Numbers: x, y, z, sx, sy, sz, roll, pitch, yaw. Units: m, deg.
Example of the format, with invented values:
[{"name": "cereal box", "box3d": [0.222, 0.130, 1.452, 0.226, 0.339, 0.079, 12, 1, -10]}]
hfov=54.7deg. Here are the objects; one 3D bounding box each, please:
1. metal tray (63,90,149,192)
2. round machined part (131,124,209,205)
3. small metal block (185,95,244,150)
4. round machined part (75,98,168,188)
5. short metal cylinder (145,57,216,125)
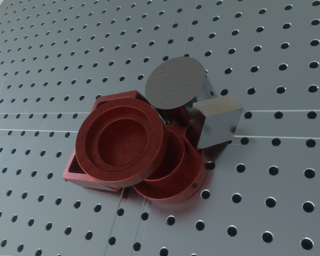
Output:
[{"name": "metal tray", "box3d": [-0.071, 0.015, 0.417, 0.090, 0.030, 0.130, -4, 59, 43]}, {"name": "round machined part", "box3d": [0.005, 0.038, 0.369, 0.098, 0.042, 0.098, -13, 56, 20]}, {"name": "small metal block", "box3d": [0.061, -0.006, 0.351, 0.050, 0.050, 0.025, -14, 47, -24]}, {"name": "round machined part", "box3d": [-0.039, 0.019, 0.344, 0.098, 0.042, 0.098, -6, 62, 13]}, {"name": "short metal cylinder", "box3d": [0.028, -0.046, 0.404, 0.080, 0.050, 0.080, -13, 56, 20]}]
